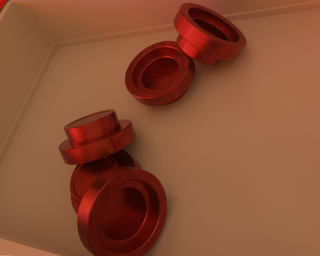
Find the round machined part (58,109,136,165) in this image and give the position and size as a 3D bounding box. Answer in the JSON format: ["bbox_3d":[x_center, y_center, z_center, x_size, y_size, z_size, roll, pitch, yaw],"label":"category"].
[{"bbox_3d":[-0.084,0.007,0.401,0.098,0.042,0.098,-17,14,5],"label":"round machined part"}]

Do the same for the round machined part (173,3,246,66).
[{"bbox_3d":[0.062,-0.121,0.414,0.042,0.099,0.098,-58,40,38],"label":"round machined part"}]

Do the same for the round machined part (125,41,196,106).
[{"bbox_3d":[0.004,-0.072,0.437,0.098,0.042,0.098,-13,56,21],"label":"round machined part"}]

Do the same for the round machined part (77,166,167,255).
[{"bbox_3d":[-0.043,0.089,0.330,0.042,0.098,0.098,5,63,49],"label":"round machined part"}]

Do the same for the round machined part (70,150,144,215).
[{"bbox_3d":[-0.073,0.069,0.391,0.098,0.042,0.098,-13,56,21],"label":"round machined part"}]
